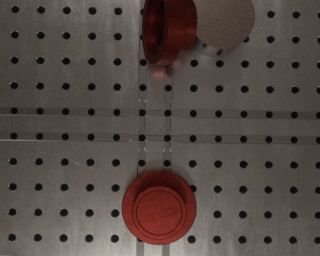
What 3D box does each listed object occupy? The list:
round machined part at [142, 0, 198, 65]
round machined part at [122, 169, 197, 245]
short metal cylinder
[{"bbox_3d":[0.012,-0.127,0.380,0.042,0.098,0.097,-2,90,-20],"label":"round machined part"},{"bbox_3d":[-0.001,0.105,0.405,0.099,0.042,0.097,0,90,-1],"label":"round machined part"},{"bbox_3d":[0.076,-0.137,0.402,0.081,0.050,0.079,0,90,-1],"label":"short metal cylinder"}]
